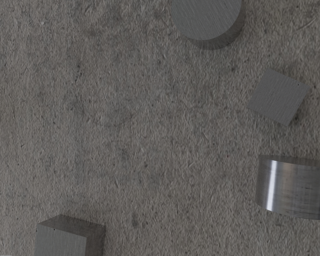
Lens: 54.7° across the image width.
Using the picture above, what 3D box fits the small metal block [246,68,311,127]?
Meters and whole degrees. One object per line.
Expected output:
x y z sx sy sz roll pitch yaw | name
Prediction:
0.137 -0.035 0.361 0.050 0.025 0.050 29 100 17 | small metal block

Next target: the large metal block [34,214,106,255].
-0.129 0.177 0.441 0.080 0.050 0.079 7 93 19 | large metal block

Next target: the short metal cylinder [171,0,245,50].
0.060 -0.140 0.375 0.080 0.050 0.080 0 90 20 | short metal cylinder

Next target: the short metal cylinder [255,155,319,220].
0.145 0.059 0.329 0.080 0.080 0.050 6 92 20 | short metal cylinder
